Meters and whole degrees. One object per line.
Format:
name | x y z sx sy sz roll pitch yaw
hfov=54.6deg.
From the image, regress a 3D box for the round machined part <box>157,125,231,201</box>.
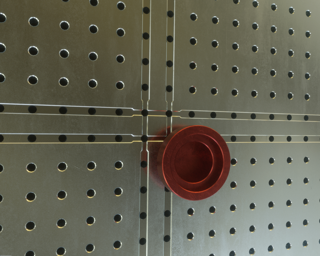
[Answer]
round machined part | 0.042 0.045 0.419 0.099 0.042 0.097 0 90 -20
